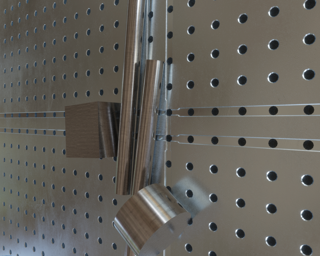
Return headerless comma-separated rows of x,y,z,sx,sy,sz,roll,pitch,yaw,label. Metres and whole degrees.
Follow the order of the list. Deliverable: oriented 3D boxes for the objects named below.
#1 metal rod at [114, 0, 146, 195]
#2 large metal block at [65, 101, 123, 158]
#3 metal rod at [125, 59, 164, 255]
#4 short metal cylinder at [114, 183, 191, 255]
-0.043,-0.053,0.444,0.025,0.025,0.298,7,95,40,metal rod
-0.100,0.004,0.476,0.080,0.050,0.080,-4,88,40,large metal block
-0.024,0.058,0.428,0.025,0.025,0.298,11,97,39,metal rod
-0.009,0.115,0.381,0.050,0.081,0.080,43,116,31,short metal cylinder
